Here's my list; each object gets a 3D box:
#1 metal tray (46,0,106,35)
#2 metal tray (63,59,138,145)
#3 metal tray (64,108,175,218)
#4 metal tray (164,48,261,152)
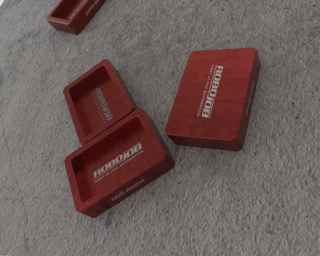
[{"bbox_3d":[-0.167,-0.259,0.647,0.090,0.030,0.130,24,74,36],"label":"metal tray"},{"bbox_3d":[-0.091,-0.038,0.471,0.090,0.030,0.130,-34,51,5],"label":"metal tray"},{"bbox_3d":[-0.056,0.044,0.402,0.130,0.030,0.090,-33,51,6],"label":"metal tray"},{"bbox_3d":[0.068,-0.039,0.389,0.090,0.030,0.130,5,64,30],"label":"metal tray"}]
